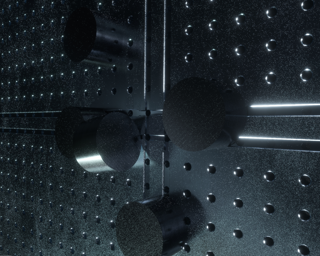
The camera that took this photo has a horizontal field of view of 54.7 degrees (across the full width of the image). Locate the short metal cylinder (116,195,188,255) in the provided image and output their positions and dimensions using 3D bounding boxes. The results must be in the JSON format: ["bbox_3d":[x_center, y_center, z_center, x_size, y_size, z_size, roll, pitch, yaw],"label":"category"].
[{"bbox_3d":[-0.011,0.131,0.401,0.080,0.050,0.079,0,90,39],"label":"short metal cylinder"}]

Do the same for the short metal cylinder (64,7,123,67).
[{"bbox_3d":[-0.103,-0.137,0.475,0.080,0.050,0.079,0,90,39],"label":"short metal cylinder"}]

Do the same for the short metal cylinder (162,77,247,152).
[{"bbox_3d":[0.050,-0.015,0.351,0.080,0.050,0.079,0,90,39],"label":"short metal cylinder"}]

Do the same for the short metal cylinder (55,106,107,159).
[{"bbox_3d":[-0.121,0.007,0.490,0.080,0.050,0.079,0,90,39],"label":"short metal cylinder"}]

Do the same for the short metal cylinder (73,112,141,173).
[{"bbox_3d":[-0.072,0.021,0.431,0.050,0.081,0.080,-11,83,39],"label":"short metal cylinder"}]
